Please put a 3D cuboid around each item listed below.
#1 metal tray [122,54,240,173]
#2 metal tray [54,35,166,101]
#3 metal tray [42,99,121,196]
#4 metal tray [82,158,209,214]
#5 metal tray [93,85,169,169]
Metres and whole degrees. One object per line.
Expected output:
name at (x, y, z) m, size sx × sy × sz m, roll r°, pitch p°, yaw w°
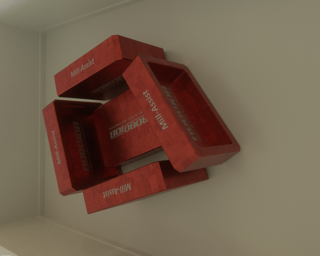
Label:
metal tray at (0.024, -0.019, 0.341) m, size 0.030 × 0.091 × 0.130 m, roll -44°, pitch 64°, yaw 32°
metal tray at (-0.067, -0.074, 0.415) m, size 0.130 × 0.091 × 0.030 m, roll -20°, pitch 78°, yaw 38°
metal tray at (-0.111, 0.026, 0.451) m, size 0.030 × 0.091 × 0.129 m, roll -27°, pitch 74°, yaw 37°
metal tray at (-0.019, 0.069, 0.375) m, size 0.130 × 0.091 × 0.030 m, roll -26°, pitch 74°, yaw 37°
metal tray at (-0.033, -0.005, 0.425) m, size 0.130 × 0.030 × 0.090 m, roll -25°, pitch 75°, yaw 37°
